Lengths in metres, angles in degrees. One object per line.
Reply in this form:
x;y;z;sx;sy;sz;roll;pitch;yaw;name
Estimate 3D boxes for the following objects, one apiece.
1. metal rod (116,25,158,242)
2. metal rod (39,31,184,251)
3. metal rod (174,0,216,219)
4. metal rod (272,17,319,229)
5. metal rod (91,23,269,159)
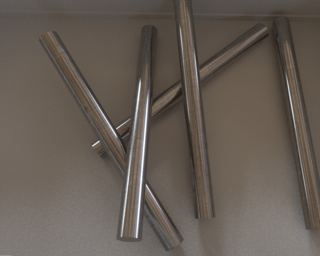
-0.023;-0.017;0.385;0.025;0.025;0.299;3;59;1;metal rod
-0.062;0.010;0.377;0.025;0.025;0.299;-31;84;-11;metal rod
0.042;-0.038;0.401;0.025;0.025;0.298;-4;79;-2;metal rod
0.185;-0.020;0.419;0.025;0.025;0.299;-1;70;-1;metal rod
0.036;-0.058;0.431;0.301;0.025;0.025;-37;75;-13;metal rod
